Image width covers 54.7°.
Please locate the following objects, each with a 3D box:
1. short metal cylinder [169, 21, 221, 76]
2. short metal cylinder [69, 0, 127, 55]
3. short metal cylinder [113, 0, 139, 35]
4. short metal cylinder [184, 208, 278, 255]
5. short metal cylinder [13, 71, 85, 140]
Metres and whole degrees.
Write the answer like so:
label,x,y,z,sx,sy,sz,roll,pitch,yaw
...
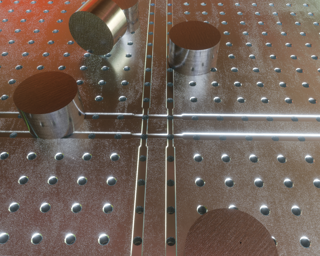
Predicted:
label,x,y,z,sx,sy,sz,roll,pitch,yaw
short metal cylinder,0.054,-0.129,0.500,0.081,0.050,0.080,0,50,0
short metal cylinder,-0.102,-0.168,0.512,0.080,0.080,0.050,17,52,13
short metal cylinder,-0.079,-0.214,0.570,0.081,0.050,0.080,0,50,0
short metal cylinder,0.062,0.123,0.288,0.081,0.050,0.080,0,50,0
short metal cylinder,-0.146,-0.031,0.416,0.081,0.050,0.080,0,50,0
